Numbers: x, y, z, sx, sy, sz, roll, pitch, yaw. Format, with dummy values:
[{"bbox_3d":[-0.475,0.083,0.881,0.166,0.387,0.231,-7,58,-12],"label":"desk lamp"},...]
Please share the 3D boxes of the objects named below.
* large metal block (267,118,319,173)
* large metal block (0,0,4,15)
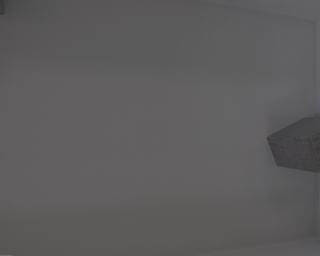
[{"bbox_3d":[0.225,0.022,0.464,0.081,0.080,0.050,-24,98,-18],"label":"large metal block"},{"bbox_3d":[-0.205,-0.153,0.305,0.081,0.080,0.050,-4,92,-20],"label":"large metal block"}]
